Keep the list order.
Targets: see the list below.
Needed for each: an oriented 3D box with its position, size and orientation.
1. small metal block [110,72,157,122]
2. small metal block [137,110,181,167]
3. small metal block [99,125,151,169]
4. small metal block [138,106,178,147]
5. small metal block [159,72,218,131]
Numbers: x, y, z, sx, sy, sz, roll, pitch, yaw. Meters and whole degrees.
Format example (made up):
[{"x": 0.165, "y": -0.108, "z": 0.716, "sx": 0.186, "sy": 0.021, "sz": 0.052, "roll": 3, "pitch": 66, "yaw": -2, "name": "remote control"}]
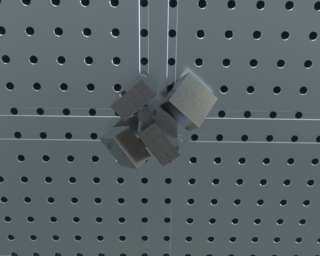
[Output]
[{"x": -0.031, "y": -0.040, "z": 0.385, "sx": 0.050, "sy": 0.050, "sz": 0.025, "roll": -39, "pitch": 106, "yaw": 13, "name": "small metal block"}, {"x": -0.001, "y": 0.011, "z": 0.377, "sx": 0.025, "sy": 0.050, "sz": 0.050, "roll": -35, "pitch": 107, "yaw": 11, "name": "small metal block"}, {"x": -0.046, "y": 0.025, "z": 0.406, "sx": 0.025, "sy": 0.050, "sz": 0.050, "roll": -43, "pitch": 109, "yaw": -25, "name": "small metal block"}, {"x": -0.003, "y": -0.002, "z": 0.412, "sx": 0.050, "sy": 0.025, "sz": 0.050, "roll": 0, "pitch": 110, "yaw": -2, "name": "small metal block"}, {"x": 0.036, "y": -0.032, "z": 0.387, "sx": 0.050, "sy": 0.025, "sz": 0.050, "roll": 41, "pitch": 65, "yaw": -13, "name": "small metal block"}]
